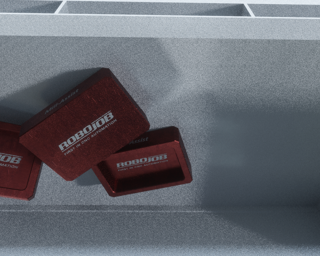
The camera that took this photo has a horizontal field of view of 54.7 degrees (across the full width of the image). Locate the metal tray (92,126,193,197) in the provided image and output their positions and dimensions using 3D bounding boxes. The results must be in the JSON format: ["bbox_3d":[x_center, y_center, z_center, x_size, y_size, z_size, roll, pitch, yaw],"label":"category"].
[{"bbox_3d":[-0.026,0.052,0.449,0.130,0.030,0.090,-13,129,10],"label":"metal tray"}]

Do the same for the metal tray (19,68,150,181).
[{"bbox_3d":[-0.090,-0.001,0.381,0.130,0.030,0.090,-34,124,5],"label":"metal tray"}]

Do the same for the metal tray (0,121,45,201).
[{"bbox_3d":[-0.217,0.036,0.389,0.131,0.090,0.030,13,160,-14],"label":"metal tray"}]
